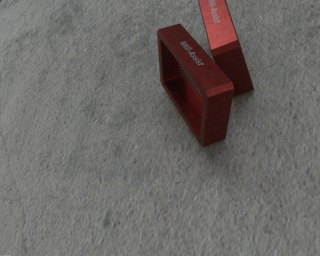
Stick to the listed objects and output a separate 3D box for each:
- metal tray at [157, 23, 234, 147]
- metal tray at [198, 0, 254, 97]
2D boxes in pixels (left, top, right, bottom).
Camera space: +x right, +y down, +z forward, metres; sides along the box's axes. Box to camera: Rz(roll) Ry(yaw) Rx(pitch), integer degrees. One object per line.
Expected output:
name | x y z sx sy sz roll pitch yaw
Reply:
metal tray | 0.037 -0.053 0.371 0.030 0.090 0.130 -19 51 -12
metal tray | 0.080 -0.115 0.389 0.030 0.090 0.130 -18 55 18
